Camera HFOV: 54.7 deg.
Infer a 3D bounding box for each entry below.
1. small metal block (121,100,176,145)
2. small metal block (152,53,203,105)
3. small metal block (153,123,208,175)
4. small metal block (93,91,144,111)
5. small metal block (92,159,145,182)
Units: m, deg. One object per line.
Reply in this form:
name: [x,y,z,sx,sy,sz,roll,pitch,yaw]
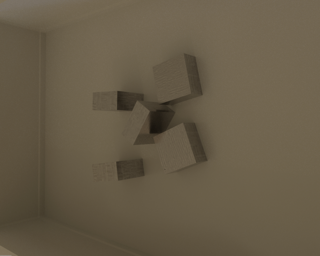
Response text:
small metal block: [-0.015,-0.006,0.401,0.025,0.050,0.050,41,115,32]
small metal block: [0.021,-0.059,0.388,0.050,0.025,0.050,-15,80,38]
small metal block: [0.024,0.026,0.385,0.050,0.025,0.050,-27,73,36]
small metal block: [-0.059,-0.037,0.437,0.050,0.050,0.025,2,92,39]
small metal block: [-0.059,0.060,0.437,0.050,0.050,0.025,-11,83,39]
